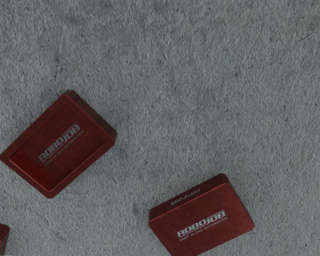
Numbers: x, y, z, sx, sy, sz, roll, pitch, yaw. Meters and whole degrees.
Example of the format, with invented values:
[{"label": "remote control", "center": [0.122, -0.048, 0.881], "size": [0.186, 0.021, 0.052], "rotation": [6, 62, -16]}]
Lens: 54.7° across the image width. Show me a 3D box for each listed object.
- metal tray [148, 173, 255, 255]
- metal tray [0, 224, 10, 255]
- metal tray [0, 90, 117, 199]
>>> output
[{"label": "metal tray", "center": [0.060, 0.135, 0.457], "size": [0.130, 0.030, 0.090], "rotation": [-30, 108, 10]}, {"label": "metal tray", "center": [-0.306, 0.175, 0.469], "size": [0.131, 0.030, 0.089], "rotation": [19, 109, -7]}, {"label": "metal tray", "center": [-0.134, 0.024, 0.414], "size": [0.130, 0.030, 0.090], "rotation": [-40, 106, 13]}]
